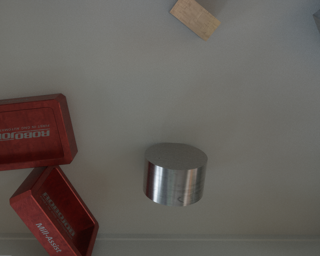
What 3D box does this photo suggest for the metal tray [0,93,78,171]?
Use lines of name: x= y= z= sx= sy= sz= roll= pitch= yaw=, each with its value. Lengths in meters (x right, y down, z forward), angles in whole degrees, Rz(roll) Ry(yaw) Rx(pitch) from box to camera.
metal tray: x=-0.184 y=0.007 z=0.408 sx=0.131 sy=0.030 sz=0.089 roll=-6 pitch=110 yaw=1

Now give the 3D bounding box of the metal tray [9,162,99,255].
metal tray: x=-0.135 y=0.118 z=0.418 sx=0.030 sy=0.090 sz=0.130 roll=-25 pitch=109 yaw=9

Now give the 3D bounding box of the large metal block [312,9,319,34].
large metal block: x=0.223 y=-0.096 z=0.335 sx=0.050 sy=0.080 sz=0.080 roll=-39 pitch=133 yaw=15

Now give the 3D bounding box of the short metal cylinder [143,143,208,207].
short metal cylinder: x=0.019 y=0.058 z=0.404 sx=0.081 sy=0.080 sz=0.050 roll=3 pitch=110 yaw=-2

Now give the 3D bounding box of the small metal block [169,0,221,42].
small metal block: x=0.038 y=-0.126 z=0.352 sx=0.050 sy=0.050 sz=0.025 roll=35 pitch=106 yaw=-12
